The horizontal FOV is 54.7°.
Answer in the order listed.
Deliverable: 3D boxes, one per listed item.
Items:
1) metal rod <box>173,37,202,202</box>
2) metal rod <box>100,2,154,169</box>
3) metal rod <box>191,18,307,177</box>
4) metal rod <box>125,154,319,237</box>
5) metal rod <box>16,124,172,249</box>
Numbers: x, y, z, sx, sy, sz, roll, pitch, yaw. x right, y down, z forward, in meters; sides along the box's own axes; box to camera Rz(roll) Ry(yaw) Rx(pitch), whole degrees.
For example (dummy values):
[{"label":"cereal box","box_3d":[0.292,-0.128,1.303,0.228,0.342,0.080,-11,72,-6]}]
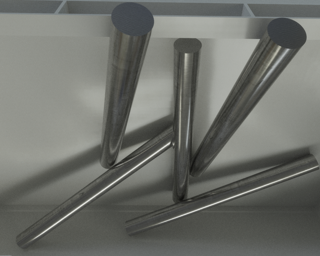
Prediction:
[{"label":"metal rod","box_3d":[0.029,0.020,0.391,0.025,0.025,0.298,-1,141,1]},{"label":"metal rod","box_3d":[-0.046,-0.008,0.316,0.025,0.025,0.299,10,156,-8]},{"label":"metal rod","box_3d":[0.066,0.001,0.329,0.025,0.025,0.299,4,156,-4]},{"label":"metal rod","box_3d":[0.088,0.105,0.473,0.301,0.025,0.025,-22,127,8]},{"label":"metal rod","box_3d":[-0.092,0.088,0.443,0.300,0.025,0.025,-36,122,12]}]
